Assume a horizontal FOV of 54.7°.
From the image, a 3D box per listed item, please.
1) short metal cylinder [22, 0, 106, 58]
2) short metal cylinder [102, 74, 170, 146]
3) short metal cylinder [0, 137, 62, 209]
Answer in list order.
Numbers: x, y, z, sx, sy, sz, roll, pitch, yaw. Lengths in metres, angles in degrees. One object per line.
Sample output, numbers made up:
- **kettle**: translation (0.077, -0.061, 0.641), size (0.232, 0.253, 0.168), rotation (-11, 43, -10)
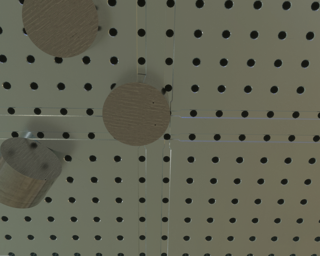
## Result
- **short metal cylinder**: translation (-0.106, -0.124, 0.353), size (0.081, 0.050, 0.079), rotation (0, 110, -1)
- **short metal cylinder**: translation (-0.028, -0.024, 0.391), size (0.081, 0.050, 0.079), rotation (0, 110, -1)
- **short metal cylinder**: translation (-0.177, 0.057, 0.403), size (0.080, 0.080, 0.050), rotation (34, 106, -12)
